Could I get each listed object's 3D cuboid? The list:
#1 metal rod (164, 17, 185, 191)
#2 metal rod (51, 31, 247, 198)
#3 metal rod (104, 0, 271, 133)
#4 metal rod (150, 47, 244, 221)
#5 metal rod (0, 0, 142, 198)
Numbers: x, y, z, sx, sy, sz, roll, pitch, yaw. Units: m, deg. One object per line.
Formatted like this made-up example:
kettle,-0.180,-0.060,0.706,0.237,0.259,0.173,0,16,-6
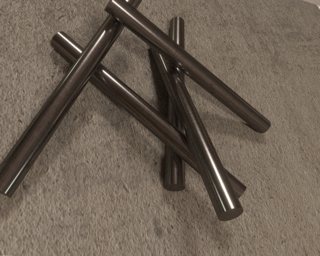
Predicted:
metal rod,0.024,-0.055,0.451,0.025,0.025,0.300,16,55,-20
metal rod,-0.020,-0.019,0.382,0.300,0.025,0.025,41,50,8
metal rod,0.054,-0.077,0.435,0.301,0.025,0.025,33,50,-25
metal rod,0.030,-0.026,0.388,0.025,0.025,0.300,6,44,-26
metal rod,-0.093,-0.061,0.358,0.025,0.025,0.300,30,62,-9
